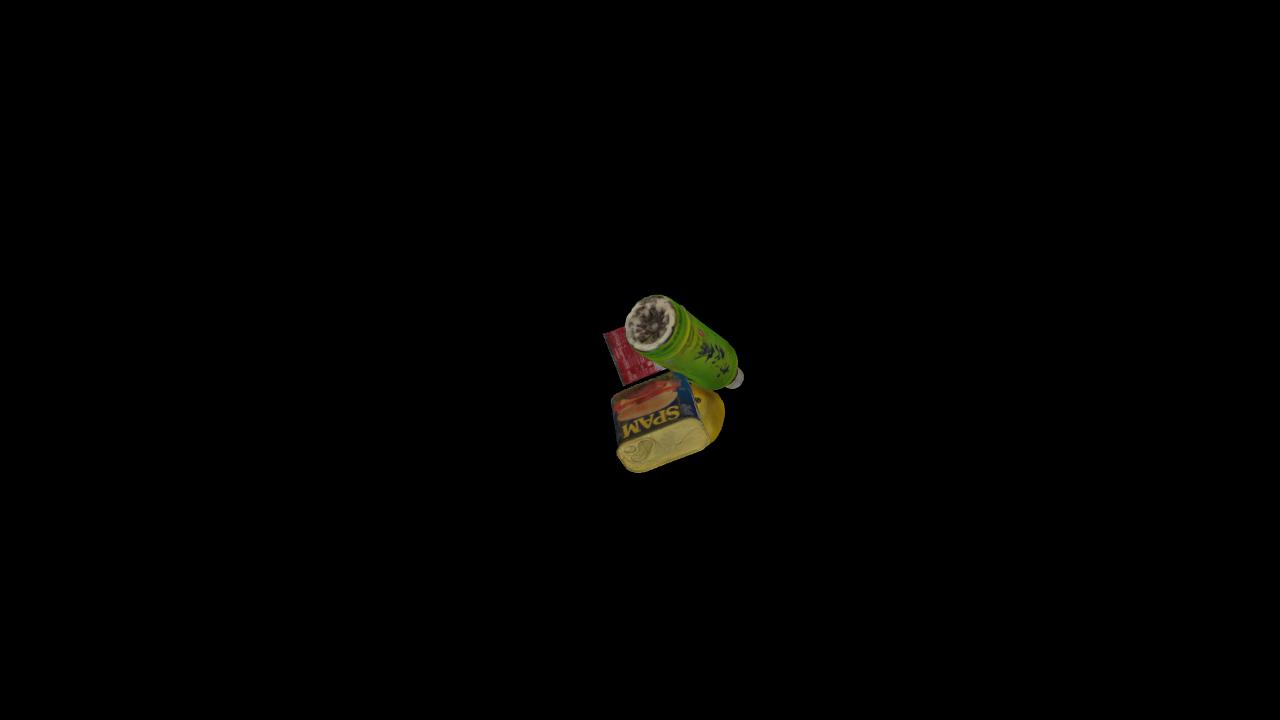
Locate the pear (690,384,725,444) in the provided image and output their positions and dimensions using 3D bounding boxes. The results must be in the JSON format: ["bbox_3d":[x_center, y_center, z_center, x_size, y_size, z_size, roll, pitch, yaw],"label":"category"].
[{"bbox_3d":[0.067,0.058,0.749,0.080,0.080,0.111,0,-33,4],"label":"pear"}]

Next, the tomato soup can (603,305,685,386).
[{"bbox_3d":[0.015,-0.019,0.730,0.101,0.068,0.068,-22,1,-2],"label":"tomato soup can"}]

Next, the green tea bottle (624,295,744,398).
[{"bbox_3d":[0.067,-0.009,0.733,0.073,0.073,0.212,0,-16,36],"label":"green tea bottle"}]

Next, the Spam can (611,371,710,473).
[{"bbox_3d":[0.020,0.069,0.704,0.101,0.058,0.085,-22,40,8],"label":"Spam can"}]
